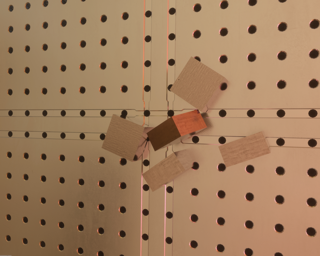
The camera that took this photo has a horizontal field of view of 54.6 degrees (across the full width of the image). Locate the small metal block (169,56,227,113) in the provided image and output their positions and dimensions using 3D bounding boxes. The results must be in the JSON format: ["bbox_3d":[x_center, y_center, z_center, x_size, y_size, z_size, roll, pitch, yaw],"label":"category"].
[{"bbox_3d":[0.049,-0.055,0.395,0.050,0.025,0.050,36,101,16],"label":"small metal block"}]

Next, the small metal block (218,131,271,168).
[{"bbox_3d":[0.101,0.024,0.364,0.050,0.050,0.025,-22,83,19],"label":"small metal block"}]

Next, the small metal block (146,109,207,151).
[{"bbox_3d":[0.021,0.003,0.383,0.050,0.050,0.025,-33,78,44],"label":"small metal block"}]

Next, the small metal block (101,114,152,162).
[{"bbox_3d":[-0.046,0.013,0.429,0.050,0.025,0.050,22,97,18],"label":"small metal block"}]

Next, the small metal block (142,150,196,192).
[{"bbox_3d":[0.012,0.053,0.395,0.050,0.050,0.025,-37,78,16],"label":"small metal block"}]
